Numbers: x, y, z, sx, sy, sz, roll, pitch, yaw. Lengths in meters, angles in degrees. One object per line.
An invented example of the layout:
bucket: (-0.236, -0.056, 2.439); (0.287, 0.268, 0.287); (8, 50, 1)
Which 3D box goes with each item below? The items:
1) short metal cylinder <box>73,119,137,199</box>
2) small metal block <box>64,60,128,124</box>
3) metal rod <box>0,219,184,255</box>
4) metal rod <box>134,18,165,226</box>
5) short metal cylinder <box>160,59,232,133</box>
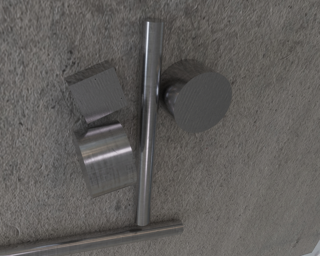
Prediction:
short metal cylinder: (-0.065, 0.035, 0.357); (0.050, 0.080, 0.079); (-16, 125, -19)
small metal block: (-0.070, -0.040, 0.344); (0.050, 0.025, 0.050); (-27, 128, -12)
metal rod: (-0.099, 0.167, 0.455); (0.303, 0.025, 0.025); (1, 118, -29)
metal rod: (-0.017, 0.013, 0.405); (0.025, 0.025, 0.298); (-10, 123, -23)
short metal cylinder: (0.042, -0.041, 0.389); (0.081, 0.050, 0.079); (-14, 124, -21)
